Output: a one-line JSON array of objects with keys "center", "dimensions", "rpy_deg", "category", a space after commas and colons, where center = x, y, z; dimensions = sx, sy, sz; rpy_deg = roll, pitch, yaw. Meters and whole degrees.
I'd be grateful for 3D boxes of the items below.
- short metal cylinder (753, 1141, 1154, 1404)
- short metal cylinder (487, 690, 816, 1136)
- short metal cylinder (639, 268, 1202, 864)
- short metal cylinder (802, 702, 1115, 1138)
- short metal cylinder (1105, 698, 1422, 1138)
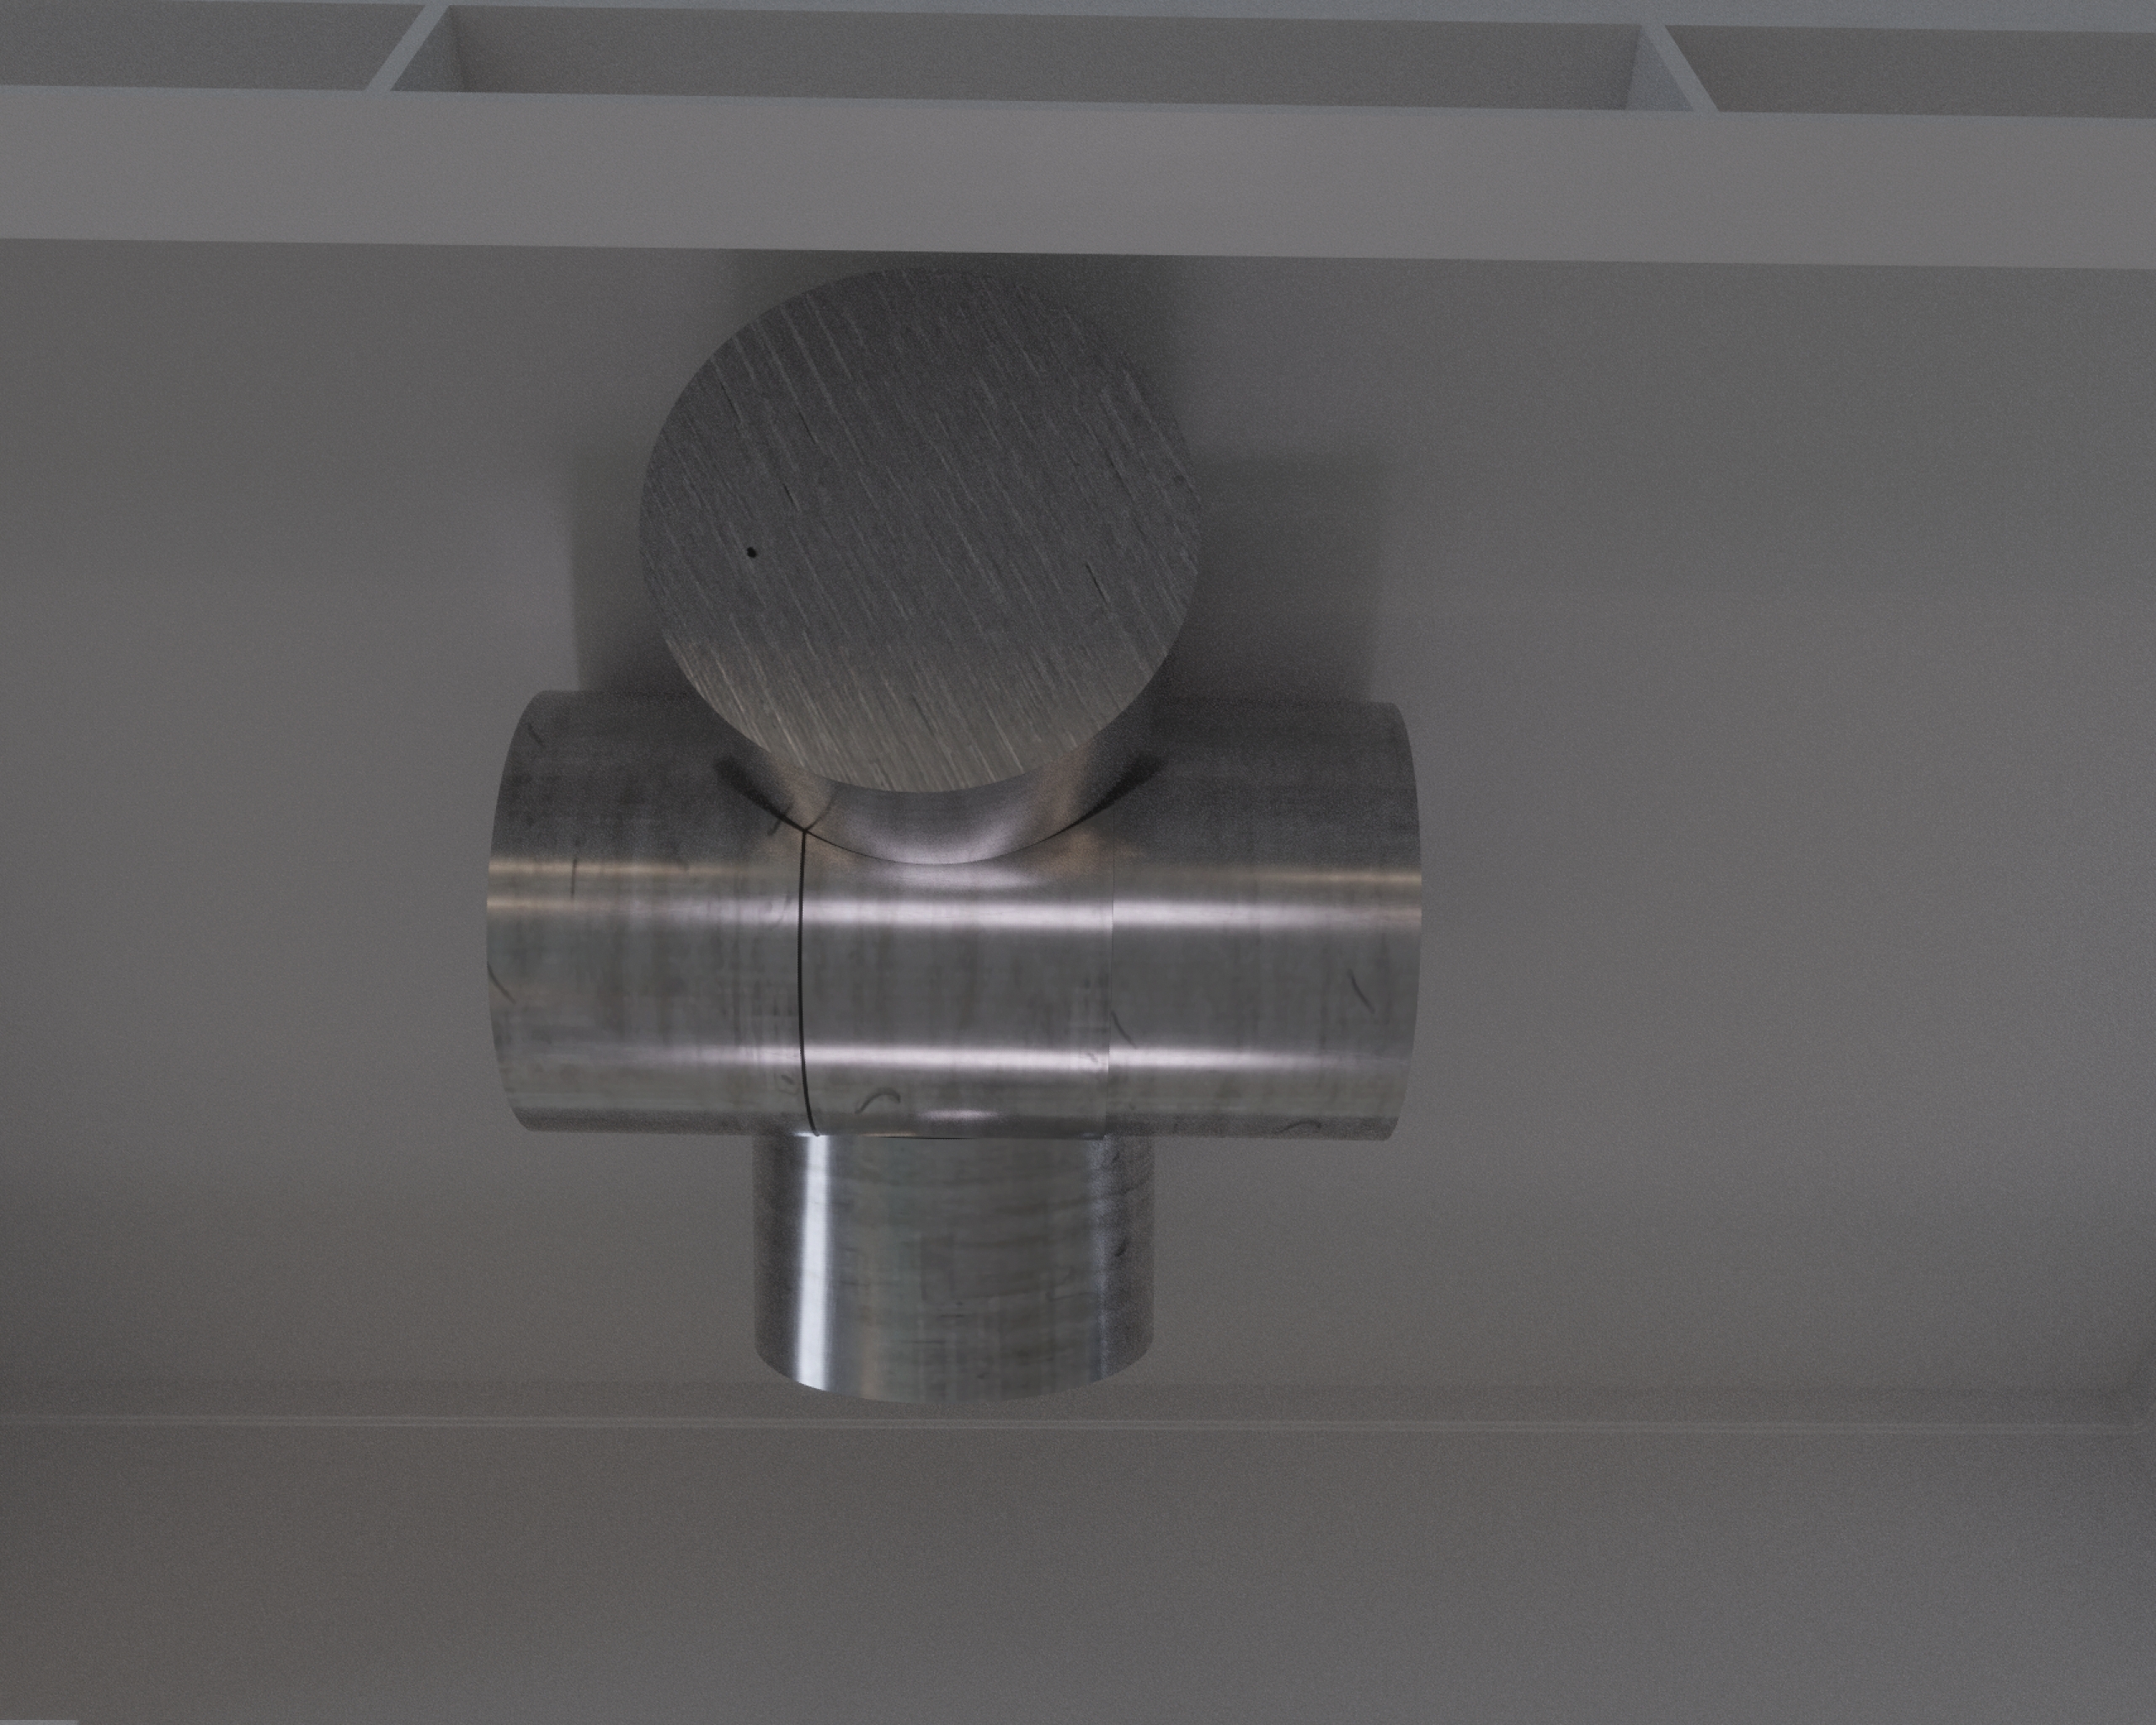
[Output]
[{"center": [-0.025, 0.071, 0.421], "dimensions": [0.081, 0.080, 0.050], "rpy_deg": [0, 96, 0], "category": "short metal cylinder"}, {"center": [-0.071, 0.009, 0.378], "dimensions": [0.050, 0.080, 0.079], "rpy_deg": [1, 130, -1], "category": "short metal cylinder"}, {"center": [-0.023, -0.044, 0.324], "dimensions": [0.081, 0.080, 0.050], "rpy_deg": [1, 168, -1], "category": "short metal cylinder"}, {"center": [-0.020, 0.010, 0.379], "dimensions": [0.050, 0.080, 0.079], "rpy_deg": [1, 130, -1], "category": "short metal cylinder"}, {"center": [0.031, 0.010, 0.380], "dimensions": [0.050, 0.080, 0.079], "rpy_deg": [1, 130, -1], "category": "short metal cylinder"}]
